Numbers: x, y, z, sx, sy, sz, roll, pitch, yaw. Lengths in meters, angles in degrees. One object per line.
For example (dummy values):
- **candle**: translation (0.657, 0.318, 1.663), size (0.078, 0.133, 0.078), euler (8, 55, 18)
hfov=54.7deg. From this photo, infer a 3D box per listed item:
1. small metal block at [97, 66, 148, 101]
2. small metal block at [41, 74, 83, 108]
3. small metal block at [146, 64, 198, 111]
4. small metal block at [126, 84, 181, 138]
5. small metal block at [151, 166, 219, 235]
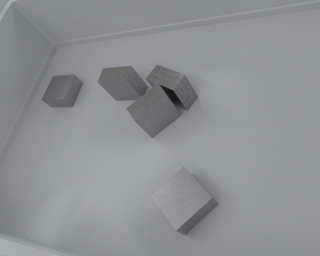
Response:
- **small metal block**: translation (-0.054, -0.065, 0.458), size (0.050, 0.050, 0.025), euler (1, 63, 29)
- **small metal block**: translation (-0.168, -0.063, 0.533), size (0.050, 0.025, 0.050), euler (2, 62, 29)
- **small metal block**: translation (0.017, -0.054, 0.414), size (0.050, 0.050, 0.025), euler (29, 78, 37)
- **small metal block**: translation (-0.007, -0.021, 0.406), size (0.050, 0.050, 0.025), euler (-38, 51, 3)
- **small metal block**: translation (0.027, 0.080, 0.343), size (0.050, 0.025, 0.050), euler (-42, 51, -1)
